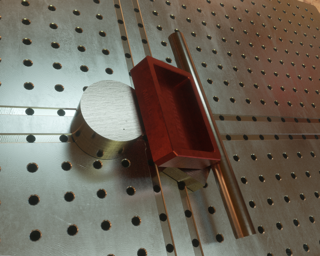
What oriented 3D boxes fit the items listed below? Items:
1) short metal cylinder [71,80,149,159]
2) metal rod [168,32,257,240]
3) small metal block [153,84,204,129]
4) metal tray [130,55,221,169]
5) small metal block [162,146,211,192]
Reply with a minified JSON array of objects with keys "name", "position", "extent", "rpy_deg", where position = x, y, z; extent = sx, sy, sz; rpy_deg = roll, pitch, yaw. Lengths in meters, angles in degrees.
[{"name":"short metal cylinder","position":[-0.059,-0.009,0.366],"extent":[0.081,0.050,0.080],"rpy_deg":[14,56,-21]},{"name":"metal rod","position":[0.061,-0.007,0.415],"extent":[0.025,0.025,0.299],"rpy_deg":[-1,62,-29]},{"name":"small metal block","position":[0.027,-0.031,0.444],"extent":[0.050,0.025,0.050],"rpy_deg":[-16,70,-35]},{"name":"metal tray","position":[0.019,-0.017,0.376],"extent":[0.091,0.030,0.130],"rpy_deg":[11,55,-46]},{"name":"small metal block","position":[0.038,0.046,0.401],"extent":[0.050,0.025,0.050],"rpy_deg":[34,51,-7]}]
